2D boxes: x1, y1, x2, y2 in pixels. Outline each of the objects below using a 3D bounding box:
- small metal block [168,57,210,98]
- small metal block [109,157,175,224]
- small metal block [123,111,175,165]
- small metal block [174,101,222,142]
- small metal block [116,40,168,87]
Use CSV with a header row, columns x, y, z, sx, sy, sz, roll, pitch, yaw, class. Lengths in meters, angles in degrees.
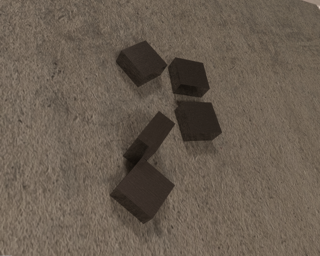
x,y,z,sx,sy,sz,roll,pitch,yaw,class
0.044,-0.077,0.477,0.050,0.025,0.050,5,59,-26,small metal block
-0.019,0.071,0.352,0.050,0.025,0.050,41,51,-1,small metal block
-0.013,0.015,0.373,0.025,0.050,0.050,38,51,-3,small metal block
0.054,-0.009,0.440,0.050,0.025,0.050,-1,62,-29,small metal block
-0.026,-0.094,0.448,0.050,0.025,0.050,49,51,6,small metal block
